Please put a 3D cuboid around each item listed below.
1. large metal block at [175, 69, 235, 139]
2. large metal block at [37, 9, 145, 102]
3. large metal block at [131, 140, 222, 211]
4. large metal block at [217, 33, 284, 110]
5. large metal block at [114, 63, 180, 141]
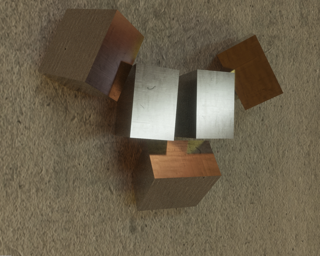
[{"bbox_3d":[0.052,-0.028,0.402,0.050,0.080,0.079,1,90,-20],"label":"large metal block"},{"bbox_3d":[-0.076,-0.082,0.344,0.050,0.080,0.080,32,77,-54],"label":"large metal block"},{"bbox_3d":[0.016,0.059,0.382,0.081,0.079,0.050,1,51,-20],"label":"large metal block"},{"bbox_3d":[0.120,-0.079,0.420,0.050,0.080,0.080,-26,101,20],"label":"large metal block"},{"bbox_3d":[-0.019,-0.028,0.375,0.050,0.080,0.080,5,88,-20],"label":"large metal block"}]
